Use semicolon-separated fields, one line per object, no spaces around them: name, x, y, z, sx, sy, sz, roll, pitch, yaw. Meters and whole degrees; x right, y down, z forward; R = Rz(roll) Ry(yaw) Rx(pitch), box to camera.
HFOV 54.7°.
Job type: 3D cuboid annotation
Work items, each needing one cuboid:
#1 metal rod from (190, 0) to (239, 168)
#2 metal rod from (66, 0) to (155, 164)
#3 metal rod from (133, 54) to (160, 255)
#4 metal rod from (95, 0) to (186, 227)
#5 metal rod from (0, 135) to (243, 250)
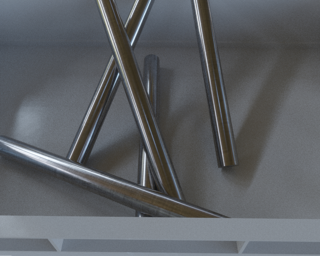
metal rod;0.064;-0.098;0.406;0.025;0.025;0.299;-6;76;-5
metal rod;-0.051;-0.094;0.406;0.025;0.025;0.299;17;76;14
metal rod;-0.013;0.007;0.398;0.025;0.025;0.300;0;50;0
metal rod;-0.026;-0.037;0.362;0.025;0.025;0.299;-16;75;-13
metal rod;-0.064;0.058;0.330;0.301;0.025;0.025;16;51;22
